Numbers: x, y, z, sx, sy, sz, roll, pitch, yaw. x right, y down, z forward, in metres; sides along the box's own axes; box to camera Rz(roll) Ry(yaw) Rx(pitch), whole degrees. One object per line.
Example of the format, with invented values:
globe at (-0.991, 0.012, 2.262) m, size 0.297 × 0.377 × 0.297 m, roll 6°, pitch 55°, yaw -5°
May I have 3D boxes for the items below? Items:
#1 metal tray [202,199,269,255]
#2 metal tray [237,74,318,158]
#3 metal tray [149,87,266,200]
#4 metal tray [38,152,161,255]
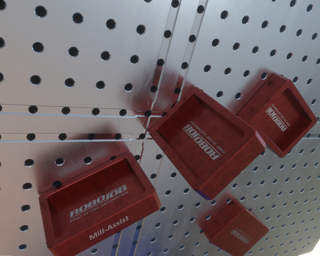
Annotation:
metal tray at (0.154, 0.203, 0.616) m, size 0.090 × 0.030 × 0.130 m, roll -45°, pitch 129°, yaw 3°
metal tray at (0.193, -0.015, 0.502) m, size 0.090 × 0.030 × 0.130 m, roll -49°, pitch 129°, yaw 6°
metal tray at (0.050, 0.012, 0.378) m, size 0.090 × 0.130 × 0.030 m, roll -44°, pitch 129°, yaw 3°
metal tray at (-0.076, 0.091, 0.382) m, size 0.131 × 0.090 × 0.030 m, roll -26°, pitch 128°, yaw -12°
